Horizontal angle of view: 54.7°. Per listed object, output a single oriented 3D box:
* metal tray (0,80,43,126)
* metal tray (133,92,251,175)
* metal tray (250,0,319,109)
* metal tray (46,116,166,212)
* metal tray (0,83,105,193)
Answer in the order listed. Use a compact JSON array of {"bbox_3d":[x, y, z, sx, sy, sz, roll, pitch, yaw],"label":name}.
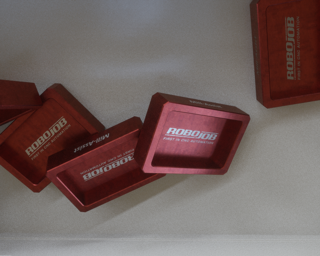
[{"bbox_3d":[-0.213,-0.014,0.346,0.130,0.090,0.030,-22,89,14],"label":"metal tray"},{"bbox_3d":[0.041,0.012,0.383,0.131,0.030,0.089,7,112,-31],"label":"metal tray"},{"bbox_3d":[0.162,-0.095,0.374,0.090,0.030,0.129,-9,110,3],"label":"metal tray"},{"bbox_3d":[-0.067,0.050,0.404,0.130,0.030,0.090,-25,127,2],"label":"metal tray"},{"bbox_3d":[-0.151,0.015,0.412,0.130,0.030,0.090,-40,106,13],"label":"metal tray"}]
